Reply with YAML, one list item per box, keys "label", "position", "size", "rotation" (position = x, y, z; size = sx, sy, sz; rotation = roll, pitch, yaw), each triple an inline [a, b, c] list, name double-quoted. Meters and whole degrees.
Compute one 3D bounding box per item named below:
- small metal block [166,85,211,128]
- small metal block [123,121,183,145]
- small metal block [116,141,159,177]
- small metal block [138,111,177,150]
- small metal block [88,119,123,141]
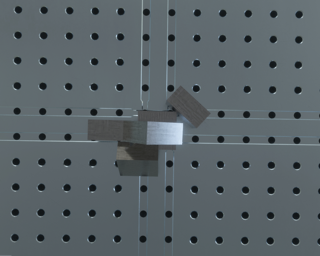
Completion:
- label: "small metal block"
  position: [0.035, -0.026, 0.401]
  size: [0.050, 0.050, 0.025]
  rotation: [43, 90, 0]
- label: "small metal block"
  position: [-0.009, 0.005, 0.366]
  size: [0.050, 0.050, 0.025]
  rotation: [2, 91, -37]
- label: "small metal block"
  position: [-0.027, 0.041, 0.398]
  size: [0.050, 0.050, 0.025]
  rotation: [1, 59, 0]
- label: "small metal block"
  position: [-0.004, 0.003, 0.413]
  size: [0.050, 0.025, 0.050]
  rotation: [2, 90, -1]
- label: "small metal block"
  position: [-0.062, 0.002, 0.400]
  size: [0.050, 0.050, 0.025]
  rotation: [2, 91, 1]
